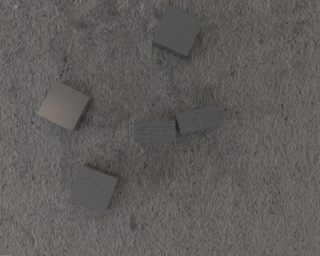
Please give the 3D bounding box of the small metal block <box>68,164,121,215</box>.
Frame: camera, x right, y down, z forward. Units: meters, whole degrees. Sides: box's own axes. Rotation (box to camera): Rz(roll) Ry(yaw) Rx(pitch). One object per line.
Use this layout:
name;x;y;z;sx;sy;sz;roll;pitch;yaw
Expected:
small metal block;-0.086;0.080;0.409;0.050;0.025;0.050;20;90;0

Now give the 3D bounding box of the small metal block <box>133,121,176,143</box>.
small metal block;-0.006;0.005;0.397;0.050;0.050;0.025;-2;90;0

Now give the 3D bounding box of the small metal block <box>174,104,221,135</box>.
small metal block;0.047;-0.010;0.398;0.050;0.050;0.025;-14;90;0

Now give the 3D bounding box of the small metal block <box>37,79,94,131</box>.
small metal block;-0.124;-0.029;0.409;0.050;0.025;0.050;27;90;0

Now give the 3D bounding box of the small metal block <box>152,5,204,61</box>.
small metal block;0.023;-0.125;0.410;0.050;0.025;0.050;25;90;0
